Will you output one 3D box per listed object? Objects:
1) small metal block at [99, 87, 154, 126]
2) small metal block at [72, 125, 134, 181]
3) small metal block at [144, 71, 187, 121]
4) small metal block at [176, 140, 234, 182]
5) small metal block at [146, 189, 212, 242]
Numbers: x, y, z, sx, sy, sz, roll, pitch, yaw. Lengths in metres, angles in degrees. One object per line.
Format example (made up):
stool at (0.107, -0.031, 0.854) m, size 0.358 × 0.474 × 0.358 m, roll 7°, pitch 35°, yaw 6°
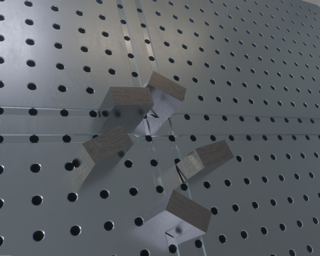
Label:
small metal block at (-0.043, -0.026, 0.385) m, size 0.050 × 0.050 × 0.025 m, roll -3°, pitch 63°, yaw -30°
small metal block at (-0.063, 0.028, 0.341) m, size 0.050 × 0.050 × 0.025 m, roll -28°, pitch 77°, yaw -37°
small metal block at (0.000, -0.042, 0.417) m, size 0.050 × 0.050 × 0.025 m, roll 27°, pitch 53°, yaw -12°
small metal block at (0.057, 0.042, 0.396) m, size 0.050 × 0.050 × 0.025 m, roll -13°, pitch 69°, yaw -33°
small metal block at (0.021, 0.098, 0.343) m, size 0.050 × 0.050 × 0.025 m, roll 32°, pitch 52°, yaw -8°
